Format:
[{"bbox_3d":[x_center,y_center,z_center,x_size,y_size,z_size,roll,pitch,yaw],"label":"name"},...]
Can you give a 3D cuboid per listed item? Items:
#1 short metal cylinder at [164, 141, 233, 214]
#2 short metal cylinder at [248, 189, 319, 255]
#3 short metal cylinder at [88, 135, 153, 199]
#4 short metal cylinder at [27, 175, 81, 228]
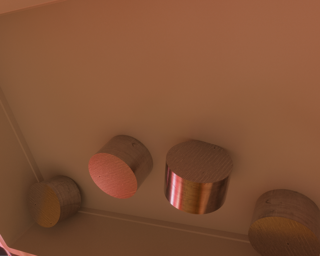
[{"bbox_3d":[0.046,0.059,0.386,0.080,0.080,0.050,16,125,19],"label":"short metal cylinder"},{"bbox_3d":[0.156,0.124,0.387,0.080,0.050,0.079,13,124,21],"label":"short metal cylinder"},{"bbox_3d":[-0.057,0.057,0.458,0.080,0.050,0.079,13,124,21],"label":"short metal cylinder"},{"bbox_3d":[-0.191,0.130,0.557,0.080,0.050,0.079,4,98,27],"label":"short metal cylinder"}]
